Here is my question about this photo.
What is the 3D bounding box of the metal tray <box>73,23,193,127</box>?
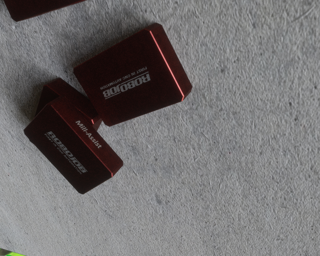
[{"bbox_3d":[-0.037,-0.060,0.386,0.130,0.030,0.090,-17,110,35],"label":"metal tray"}]

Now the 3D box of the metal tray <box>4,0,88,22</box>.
[{"bbox_3d":[-0.139,-0.185,0.363,0.130,0.030,0.090,-3,117,29],"label":"metal tray"}]

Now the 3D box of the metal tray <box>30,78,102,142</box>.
[{"bbox_3d":[-0.148,-0.002,0.481,0.090,0.030,0.129,37,129,3],"label":"metal tray"}]

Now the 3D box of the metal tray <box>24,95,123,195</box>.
[{"bbox_3d":[-0.126,0.028,0.448,0.090,0.030,0.130,-34,100,38],"label":"metal tray"}]
